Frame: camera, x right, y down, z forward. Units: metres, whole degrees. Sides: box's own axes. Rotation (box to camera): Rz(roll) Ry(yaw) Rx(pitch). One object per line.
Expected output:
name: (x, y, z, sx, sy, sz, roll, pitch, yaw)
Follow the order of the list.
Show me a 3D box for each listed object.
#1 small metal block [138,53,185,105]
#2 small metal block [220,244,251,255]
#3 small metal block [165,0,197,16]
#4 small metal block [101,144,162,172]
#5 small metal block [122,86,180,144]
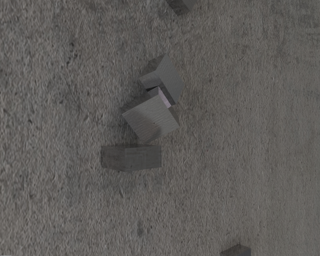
small metal block: (0.004, -0.060, 0.395, 0.050, 0.025, 0.050, 56, 33, -25)
small metal block: (0.125, 0.226, 0.510, 0.050, 0.025, 0.050, -4, 93, -40)
small metal block: (0.029, -0.194, 0.428, 0.050, 0.025, 0.050, 44, 64, -31)
small metal block: (-0.034, 0.033, 0.360, 0.050, 0.050, 0.025, -2, 91, -40)
small metal block: (-0.010, -0.015, 0.377, 0.050, 0.050, 0.025, 56, 16, -26)
